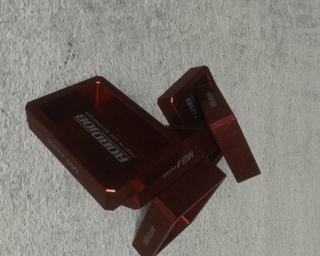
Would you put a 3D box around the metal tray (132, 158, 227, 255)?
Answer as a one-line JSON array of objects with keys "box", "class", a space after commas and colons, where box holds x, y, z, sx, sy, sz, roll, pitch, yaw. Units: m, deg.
[{"box": [0.020, 0.100, 0.368, 0.091, 0.030, 0.129, -31, 154, -35], "class": "metal tray"}]

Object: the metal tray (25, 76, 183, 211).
[{"box": [-0.055, 0.006, 0.300, 0.091, 0.130, 0.030, -31, 148, -36], "class": "metal tray"}]

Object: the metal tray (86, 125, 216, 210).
[{"box": [-0.009, 0.037, 0.358, 0.131, 0.090, 0.030, -31, 110, -36], "class": "metal tray"}]

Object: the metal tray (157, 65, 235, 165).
[{"box": [0.061, -0.014, 0.456, 0.090, 0.030, 0.130, -46, 118, -30], "class": "metal tray"}]

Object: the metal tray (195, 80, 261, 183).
[{"box": [0.085, -0.001, 0.407, 0.090, 0.030, 0.130, 59, 12, -24], "class": "metal tray"}]
